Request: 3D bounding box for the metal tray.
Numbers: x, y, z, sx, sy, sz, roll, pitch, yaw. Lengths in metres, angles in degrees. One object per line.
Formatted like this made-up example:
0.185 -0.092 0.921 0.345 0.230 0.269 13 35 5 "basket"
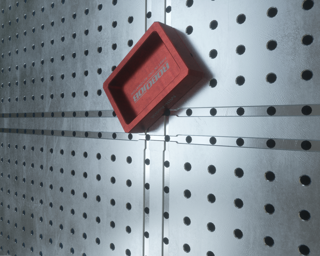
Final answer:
-0.016 -0.064 0.416 0.129 0.030 0.090 -42 65 31 "metal tray"
